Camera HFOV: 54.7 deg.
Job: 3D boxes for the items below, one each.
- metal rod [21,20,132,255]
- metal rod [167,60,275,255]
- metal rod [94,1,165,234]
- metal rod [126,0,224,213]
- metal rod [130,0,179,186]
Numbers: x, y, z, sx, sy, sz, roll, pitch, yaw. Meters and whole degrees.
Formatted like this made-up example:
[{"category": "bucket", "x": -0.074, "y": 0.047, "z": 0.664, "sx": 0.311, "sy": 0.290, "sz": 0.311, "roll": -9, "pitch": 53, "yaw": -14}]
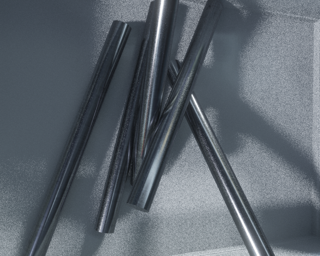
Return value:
[{"category": "metal rod", "x": -0.097, "y": 0.010, "z": 0.375, "sx": 0.025, "sy": 0.025, "sz": 0.299, "roll": 22, "pitch": 83, "yaw": -19}, {"category": "metal rod", "x": 0.072, "y": 0.046, "z": 0.377, "sx": 0.025, "sy": 0.025, "sz": 0.299, "roll": -18, "pitch": 73, "yaw": -20}, {"category": "metal rod", "x": -0.035, "y": -0.018, "z": 0.398, "sx": 0.025, "sy": 0.025, "sz": 0.298, "roll": 15, "pitch": 85, "yaw": -20}, {"category": "metal rod", "x": 0.027, "y": -0.046, "z": 0.377, "sx": 0.025, "sy": 0.025, "sz": 0.300, "roll": 30, "pitch": 65, "yaw": -18}, {"category": "metal rod", "x": -0.004, "y": -0.063, "z": 0.343, "sx": 0.025, "sy": 0.025, "sz": 0.298, "roll": 0, "pitch": 116, "yaw": -20}]
